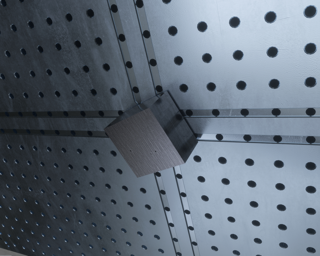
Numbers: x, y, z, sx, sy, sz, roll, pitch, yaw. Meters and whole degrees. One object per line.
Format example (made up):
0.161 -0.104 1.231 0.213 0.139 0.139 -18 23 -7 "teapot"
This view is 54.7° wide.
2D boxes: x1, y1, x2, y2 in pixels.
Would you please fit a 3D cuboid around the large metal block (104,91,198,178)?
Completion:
-0.011 0.010 0.402 0.080 0.050 0.080 -23 107 36 "large metal block"
